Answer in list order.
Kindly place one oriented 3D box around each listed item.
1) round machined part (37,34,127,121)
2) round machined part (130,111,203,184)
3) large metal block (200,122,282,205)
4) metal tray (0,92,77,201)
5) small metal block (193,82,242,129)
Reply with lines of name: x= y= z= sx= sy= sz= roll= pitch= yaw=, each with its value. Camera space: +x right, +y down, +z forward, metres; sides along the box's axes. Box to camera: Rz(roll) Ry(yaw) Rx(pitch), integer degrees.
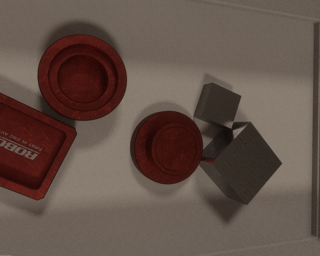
round machined part: x=-0.092 y=-0.057 z=0.368 sx=0.099 sy=0.042 sz=0.097 roll=0 pitch=90 yaw=-21
round machined part: x=0.014 y=0.026 z=0.408 sx=0.099 sy=0.042 sz=0.097 roll=0 pitch=90 yaw=-20
large metal block: x=0.111 y=0.047 z=0.440 sx=0.080 sy=0.050 sz=0.080 roll=-44 pitch=104 yaw=-15
metal tray: x=-0.172 y=0.014 z=0.344 sx=0.131 sy=0.030 sz=0.090 roll=28 pitch=81 yaw=-18
small metal block: x=0.082 y=-0.031 z=0.442 sx=0.050 sy=0.025 sz=0.050 roll=21 pitch=83 yaw=-19
